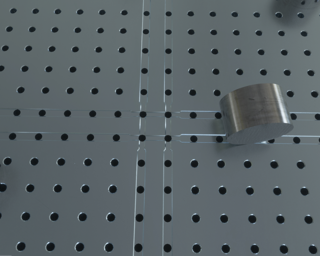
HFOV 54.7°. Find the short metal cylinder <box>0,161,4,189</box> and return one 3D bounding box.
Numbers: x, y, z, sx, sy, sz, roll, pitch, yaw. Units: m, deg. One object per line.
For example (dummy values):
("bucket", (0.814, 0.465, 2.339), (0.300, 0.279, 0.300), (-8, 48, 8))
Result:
("short metal cylinder", (-0.242, 0.058, 0.374), (0.081, 0.050, 0.080), (0, 70, 0))

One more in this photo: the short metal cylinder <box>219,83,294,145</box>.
("short metal cylinder", (0.119, -0.015, 0.390), (0.081, 0.080, 0.050), (-6, 70, -3))

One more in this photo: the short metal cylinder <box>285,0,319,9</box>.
("short metal cylinder", (0.237, -0.237, 0.488), (0.081, 0.050, 0.080), (0, 70, 0))
